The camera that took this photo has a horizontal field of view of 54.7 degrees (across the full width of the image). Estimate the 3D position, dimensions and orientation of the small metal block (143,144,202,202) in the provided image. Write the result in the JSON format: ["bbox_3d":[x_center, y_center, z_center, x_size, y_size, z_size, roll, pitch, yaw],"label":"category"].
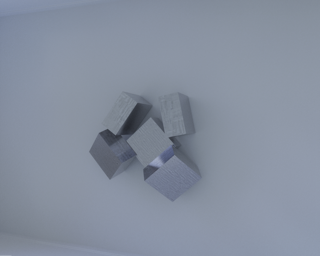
[{"bbox_3d":[0.015,0.057,0.389,0.050,0.025,0.050,-43,114,14],"label":"small metal block"}]

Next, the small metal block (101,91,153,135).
[{"bbox_3d":[-0.042,-0.018,0.409,0.025,0.050,0.050,38,102,16],"label":"small metal block"}]

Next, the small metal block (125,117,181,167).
[{"bbox_3d":[-0.009,0.021,0.410,0.050,0.025,0.050,-44,77,14],"label":"small metal block"}]

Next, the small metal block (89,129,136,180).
[{"bbox_3d":[-0.065,0.034,0.418,0.050,0.025,0.050,51,138,12],"label":"small metal block"}]

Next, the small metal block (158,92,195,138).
[{"bbox_3d":[0.022,-0.015,0.386,0.025,0.050,0.050,-12,86,18],"label":"small metal block"}]
